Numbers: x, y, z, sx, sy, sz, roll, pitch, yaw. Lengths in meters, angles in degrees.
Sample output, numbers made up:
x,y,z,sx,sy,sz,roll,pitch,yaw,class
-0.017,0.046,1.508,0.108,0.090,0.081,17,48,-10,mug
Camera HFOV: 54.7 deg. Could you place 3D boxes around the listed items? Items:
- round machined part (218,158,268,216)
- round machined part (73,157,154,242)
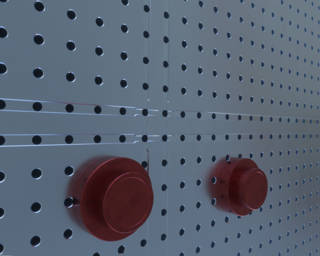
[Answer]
x,y,z,sx,sy,sz,roll,pitch,yaw,class
0.146,0.100,0.524,0.099,0.042,0.097,0,90,-40,round machined part
-0.046,0.083,0.361,0.099,0.042,0.097,0,91,-40,round machined part
